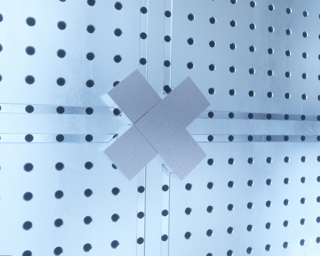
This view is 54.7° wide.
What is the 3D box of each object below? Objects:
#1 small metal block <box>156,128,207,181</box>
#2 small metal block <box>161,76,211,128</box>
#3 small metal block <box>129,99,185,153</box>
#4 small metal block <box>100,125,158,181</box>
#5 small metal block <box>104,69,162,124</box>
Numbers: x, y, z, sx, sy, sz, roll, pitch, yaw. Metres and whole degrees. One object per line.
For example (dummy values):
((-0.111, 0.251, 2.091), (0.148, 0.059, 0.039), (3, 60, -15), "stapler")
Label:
((0.027, 0.035, 0.424), (0.050, 0.025, 0.050), (-43, 104, -15), "small metal block")
((0.032, -0.035, 0.425), (0.050, 0.025, 0.050), (-43, 104, -15), "small metal block")
((-0.004, -0.002, 0.411), (0.050, 0.025, 0.050), (-43, 104, -15), "small metal block")
((-0.040, 0.031, 0.399), (0.050, 0.025, 0.050), (-43, 104, -15), "small metal block")
((-0.035, -0.040, 0.400), (0.050, 0.025, 0.050), (-43, 104, -15), "small metal block")
